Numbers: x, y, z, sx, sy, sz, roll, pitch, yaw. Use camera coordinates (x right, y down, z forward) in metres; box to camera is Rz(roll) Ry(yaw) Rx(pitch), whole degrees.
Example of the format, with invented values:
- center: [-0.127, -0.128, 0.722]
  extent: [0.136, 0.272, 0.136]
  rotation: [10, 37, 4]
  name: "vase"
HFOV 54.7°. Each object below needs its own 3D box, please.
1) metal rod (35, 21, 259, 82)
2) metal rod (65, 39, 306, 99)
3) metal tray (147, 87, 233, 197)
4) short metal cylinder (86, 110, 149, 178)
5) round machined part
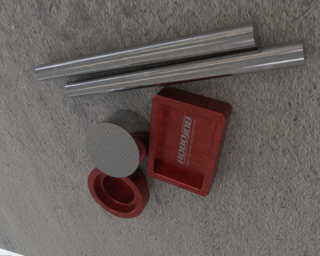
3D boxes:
- center: [-0.038, -0.085, 0.374]
  extent: [0.300, 0.025, 0.025]
  rotation: [-3, 117, 29]
  name: "metal rod"
- center: [0.005, -0.062, 0.365]
  extent: [0.300, 0.025, 0.025]
  rotation: [-4, 117, 29]
  name: "metal rod"
- center: [0.033, 0.019, 0.398]
  extent: [0.090, 0.030, 0.129]
  rotation: [18, 126, 17]
  name: "metal tray"
- center: [-0.054, 0.021, 0.425]
  extent: [0.080, 0.050, 0.079]
  rotation: [9, 115, 20]
  name: "short metal cylinder"
- center: [-0.060, 0.090, 0.483]
  extent: [0.098, 0.042, 0.097]
  rotation: [13, 124, 21]
  name: "round machined part"
